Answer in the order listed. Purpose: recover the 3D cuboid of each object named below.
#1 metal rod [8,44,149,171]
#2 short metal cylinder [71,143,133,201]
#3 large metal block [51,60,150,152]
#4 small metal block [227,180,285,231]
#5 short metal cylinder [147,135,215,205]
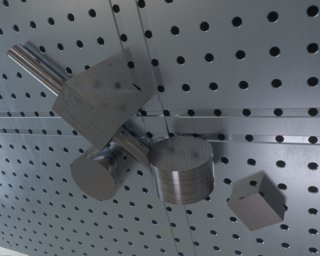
[{"bbox_3d":[-0.095,-0.018,0.449,0.300,0.025,0.025,39,129,1],"label":"metal rod"},{"bbox_3d":[-0.090,0.065,0.483,0.080,0.050,0.079,13,124,21],"label":"short metal cylinder"},{"bbox_3d":[-0.073,-0.031,0.395,0.080,0.080,0.050,41,129,0],"label":"large metal block"},{"bbox_3d":[0.127,0.103,0.408,0.050,0.025,0.050,49,129,-6],"label":"small metal block"},{"bbox_3d":[0.028,0.051,0.393,0.080,0.080,0.050,6,121,25],"label":"short metal cylinder"}]
